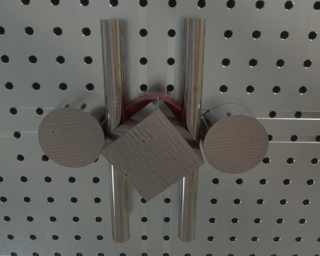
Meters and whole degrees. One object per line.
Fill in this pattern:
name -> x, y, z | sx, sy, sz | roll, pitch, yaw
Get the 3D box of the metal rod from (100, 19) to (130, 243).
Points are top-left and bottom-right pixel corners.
metal rod -> -0.055, 0.019, 0.397 | 0.025, 0.025, 0.298 | 0, 110, 0

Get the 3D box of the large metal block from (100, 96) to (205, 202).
large metal block -> -0.008, 0.024, 0.358 | 0.080, 0.050, 0.080 | -36, 106, 12

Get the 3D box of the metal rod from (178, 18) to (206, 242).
metal rod -> 0.039, 0.017, 0.398 | 0.025, 0.025, 0.298 | 0, 110, 0

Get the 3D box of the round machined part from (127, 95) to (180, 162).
round machined part -> -0.008, 0.009, 0.408 | 0.099, 0.042, 0.097 | 0, 110, 0

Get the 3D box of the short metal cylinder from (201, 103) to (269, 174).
short metal cylinder -> 0.094, 0.013, 0.405 | 0.081, 0.050, 0.079 | 0, 110, 0

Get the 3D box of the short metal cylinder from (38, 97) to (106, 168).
short metal cylinder -> -0.108, 0.004, 0.400 | 0.081, 0.050, 0.079 | 0, 110, 0
